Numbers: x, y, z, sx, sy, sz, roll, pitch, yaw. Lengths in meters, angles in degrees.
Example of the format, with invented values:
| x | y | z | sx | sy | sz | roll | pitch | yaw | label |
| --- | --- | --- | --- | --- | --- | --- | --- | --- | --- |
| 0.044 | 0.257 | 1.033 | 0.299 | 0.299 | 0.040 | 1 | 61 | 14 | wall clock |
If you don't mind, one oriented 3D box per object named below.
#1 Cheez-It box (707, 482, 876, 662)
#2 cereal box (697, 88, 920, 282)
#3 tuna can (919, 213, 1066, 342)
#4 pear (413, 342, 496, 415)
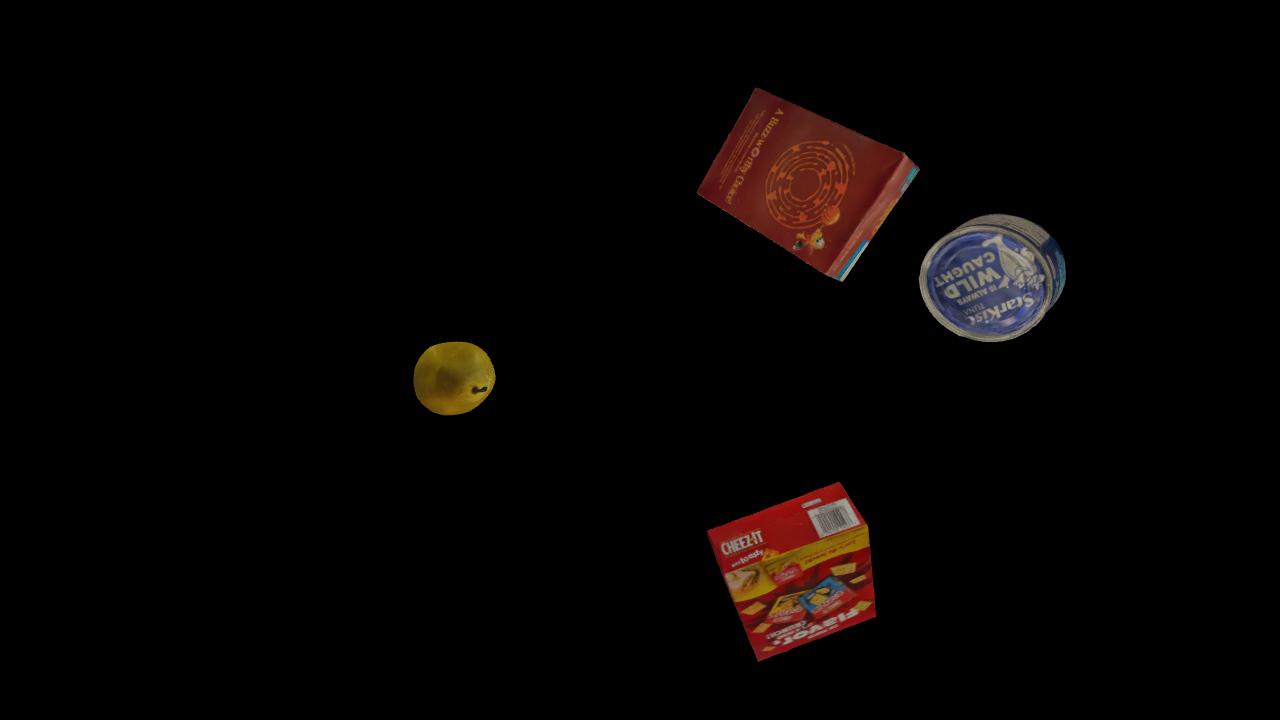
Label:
| x | y | z | sx | sy | sz | roll | pitch | yaw | label |
| --- | --- | --- | --- | --- | --- | --- | --- | --- | --- |
| 0.189 | 0.261 | 0.740 | 0.166 | 0.223 | 0.071 | -21 | 39 | 2 | Cheez-It box |
| 0.261 | -0.291 | 1.008 | 0.306 | 0.203 | 0.081 | 42 | 22 | 33 | cereal box |
| 0.242 | -0.057 | 0.425 | 0.034 | 0.084 | 0.084 | -30 | 18 | -34 | tuna can |
| -0.177 | 0.024 | 0.599 | 0.080 | 0.080 | 0.111 | 0 | 14 | -24 | pear |
